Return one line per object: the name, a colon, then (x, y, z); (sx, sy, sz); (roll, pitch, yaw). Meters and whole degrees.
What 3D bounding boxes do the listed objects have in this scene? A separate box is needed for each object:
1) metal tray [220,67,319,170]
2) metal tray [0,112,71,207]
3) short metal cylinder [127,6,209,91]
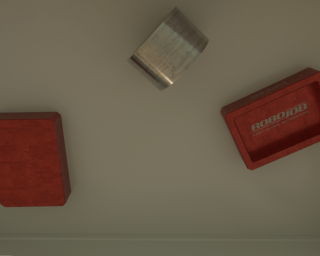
metal tray: (0.158, -0.010, 0.407); (0.130, 0.030, 0.090); (-25, 109, 8)
metal tray: (-0.177, 0.044, 0.423); (0.091, 0.030, 0.129); (-1, 110, 0)
short metal cylinder: (0.008, -0.088, 0.350); (0.050, 0.080, 0.080); (41, 105, -14)
